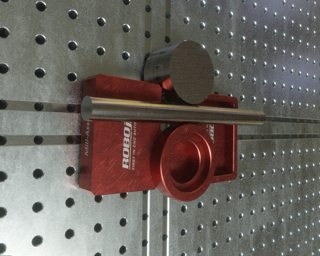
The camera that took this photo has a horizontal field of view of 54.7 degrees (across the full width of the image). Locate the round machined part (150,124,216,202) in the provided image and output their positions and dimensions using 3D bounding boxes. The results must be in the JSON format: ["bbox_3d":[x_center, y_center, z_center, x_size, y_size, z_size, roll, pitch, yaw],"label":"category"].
[{"bbox_3d":[0.025,0.043,0.403,0.099,0.042,0.097,0,90,-40],"label":"round machined part"}]

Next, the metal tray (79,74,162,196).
[{"bbox_3d":[-0.044,0.008,0.363,0.091,0.030,0.129,4,88,-40],"label":"metal tray"}]

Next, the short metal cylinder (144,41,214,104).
[{"bbox_3d":[0.026,-0.070,0.409,0.081,0.050,0.079,0,90,-40],"label":"short metal cylinder"}]

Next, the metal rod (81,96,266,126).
[{"bbox_3d":[0.043,-0.018,0.401,0.302,0.025,0.025,1,90,-40],"label":"metal rod"}]

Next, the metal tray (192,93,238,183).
[{"bbox_3d":[0.077,0.015,0.466,0.091,0.030,0.129,1,89,-40],"label":"metal tray"}]
